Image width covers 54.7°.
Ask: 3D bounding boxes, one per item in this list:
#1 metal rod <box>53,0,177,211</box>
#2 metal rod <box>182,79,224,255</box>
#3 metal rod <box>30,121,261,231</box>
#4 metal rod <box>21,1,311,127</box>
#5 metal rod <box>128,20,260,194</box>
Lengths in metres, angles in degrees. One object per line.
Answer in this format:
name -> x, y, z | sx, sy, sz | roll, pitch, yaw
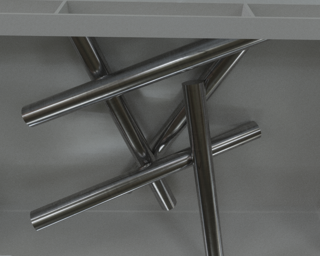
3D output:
metal rod -> -0.041, -0.004, 0.382 | 0.025, 0.025, 0.299 | -17, 122, 13
metal rod -> 0.060, 0.088, 0.393 | 0.025, 0.025, 0.298 | -8, 110, 6
metal rod -> -0.011, 0.057, 0.392 | 0.302, 0.025, 0.025 | -21, 130, -8
metal rod -> -0.004, -0.060, 0.316 | 0.301, 0.025, 0.025 | -19, 128, 10
metal rod -> 0.021, -0.006, 0.404 | 0.025, 0.025, 0.298 | 24, 126, -19
